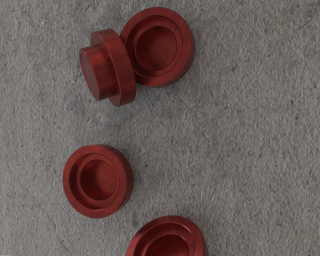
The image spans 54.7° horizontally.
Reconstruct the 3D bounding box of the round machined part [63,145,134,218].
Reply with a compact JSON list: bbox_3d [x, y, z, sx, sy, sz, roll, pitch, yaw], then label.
[{"bbox_3d":[-0.081,0.071,0.428,0.098,0.042,0.097,0,90,20],"label":"round machined part"}]

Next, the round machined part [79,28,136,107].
[{"bbox_3d":[-0.070,-0.072,0.393,0.042,0.098,0.098,-21,81,-20],"label":"round machined part"}]

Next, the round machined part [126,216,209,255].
[{"bbox_3d":[0.011,0.160,0.377,0.098,0.098,0.042,-10,126,19],"label":"round machined part"}]

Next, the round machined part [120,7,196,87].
[{"bbox_3d":[-0.002,-0.100,0.400,0.098,0.042,0.097,0,90,20],"label":"round machined part"}]
